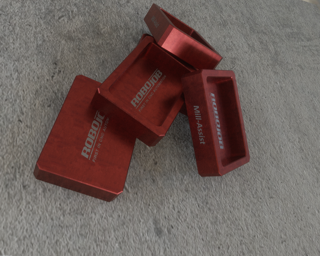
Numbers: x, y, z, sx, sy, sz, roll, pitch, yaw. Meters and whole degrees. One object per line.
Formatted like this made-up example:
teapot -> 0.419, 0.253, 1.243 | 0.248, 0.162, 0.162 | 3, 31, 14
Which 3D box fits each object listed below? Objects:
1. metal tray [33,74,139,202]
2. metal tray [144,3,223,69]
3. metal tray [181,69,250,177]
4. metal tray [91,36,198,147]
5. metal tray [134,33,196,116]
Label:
metal tray -> -0.075, 0.009, 0.356 | 0.091, 0.030, 0.130 | 22, 53, -15
metal tray -> 0.030, -0.134, 0.458 | 0.090, 0.030, 0.130 | 24, 25, -26
metal tray -> 0.076, -0.010, 0.407 | 0.091, 0.030, 0.129 | -11, 91, -50
metal tray -> -0.012, -0.051, 0.389 | 0.090, 0.030, 0.130 | 36, 51, -5
metal tray -> 0.019, -0.075, 0.460 | 0.131, 0.030, 0.090 | 24, 53, -14
